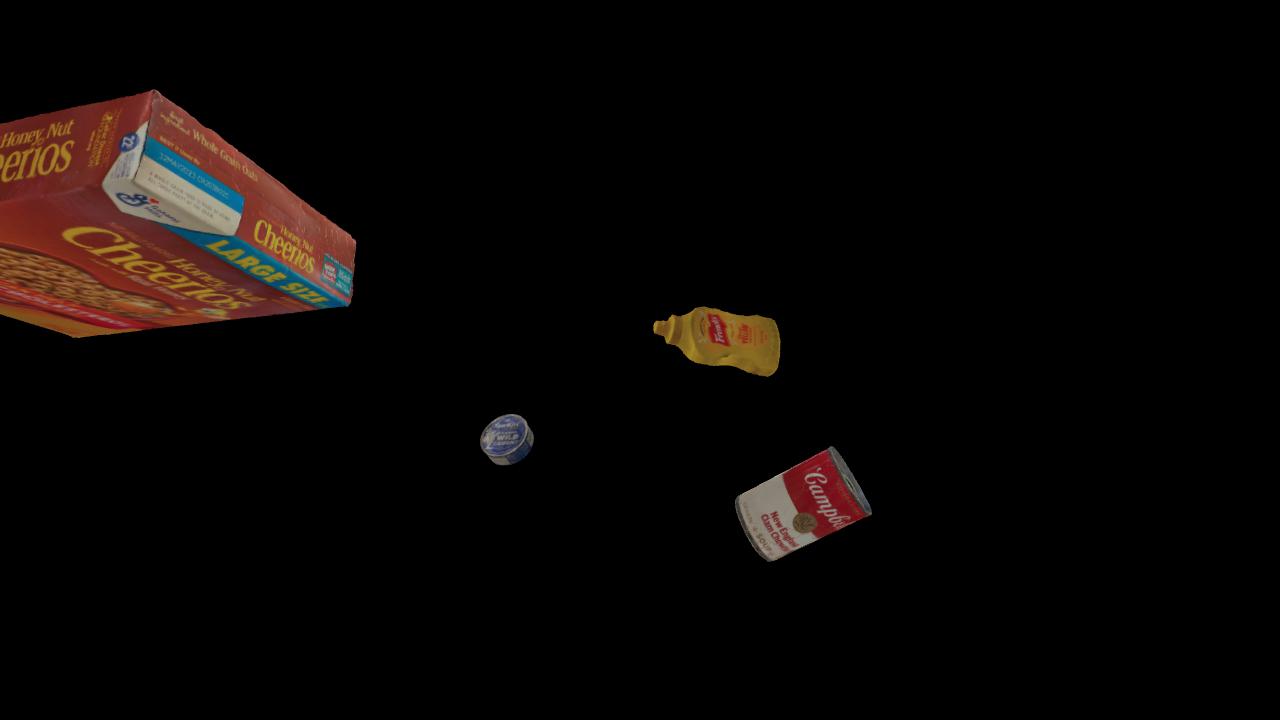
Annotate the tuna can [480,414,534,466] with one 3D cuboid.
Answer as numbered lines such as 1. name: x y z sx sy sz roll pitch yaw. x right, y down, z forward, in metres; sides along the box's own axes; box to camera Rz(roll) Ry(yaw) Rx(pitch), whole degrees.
1. tuna can: -0.220 0.133 1.025 0.084 0.084 0.034 0 -40 19

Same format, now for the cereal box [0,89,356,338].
1. cereal box: -0.425 -0.095 0.493 0.306 0.081 0.203 -4 -18 10

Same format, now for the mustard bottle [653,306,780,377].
1. mustard bottle: 0.108 -0.032 0.888 0.184 0.092 0.054 10 -24 -11

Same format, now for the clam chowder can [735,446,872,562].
1. clam chowder can: 0.147 0.132 0.560 0.102 0.068 0.068 -32 -11 17
